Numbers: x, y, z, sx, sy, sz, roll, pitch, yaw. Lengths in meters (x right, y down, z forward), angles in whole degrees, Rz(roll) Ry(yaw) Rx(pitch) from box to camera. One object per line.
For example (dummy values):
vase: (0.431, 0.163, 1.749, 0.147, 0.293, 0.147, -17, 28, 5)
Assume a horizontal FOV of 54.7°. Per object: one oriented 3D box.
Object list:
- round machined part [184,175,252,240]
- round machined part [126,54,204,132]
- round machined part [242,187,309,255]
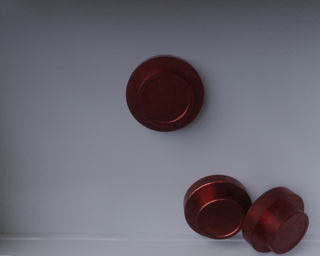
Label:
round machined part: (0.085, 0.121, 0.447, 0.099, 0.042, 0.097, 0, 110, 0)
round machined part: (0.006, -0.040, 0.387, 0.099, 0.042, 0.097, 0, 110, 0)
round machined part: (0.167, 0.135, 0.433, 0.099, 0.042, 0.097, -12, 117, -24)
